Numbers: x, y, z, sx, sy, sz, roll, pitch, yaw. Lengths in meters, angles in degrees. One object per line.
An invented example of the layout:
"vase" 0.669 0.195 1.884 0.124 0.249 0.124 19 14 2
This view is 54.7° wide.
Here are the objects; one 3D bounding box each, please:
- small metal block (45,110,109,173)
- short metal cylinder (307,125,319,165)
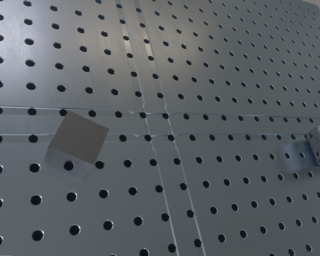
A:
"small metal block" -0.092 0.016 0.349 0.050 0.025 0.050 26 53 -12
"short metal cylinder" 0.295 0.025 0.516 0.081 0.080 0.050 6 59 -25
